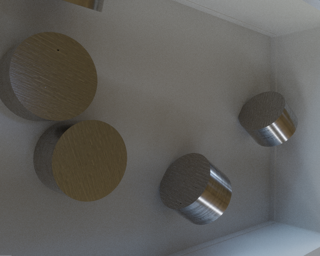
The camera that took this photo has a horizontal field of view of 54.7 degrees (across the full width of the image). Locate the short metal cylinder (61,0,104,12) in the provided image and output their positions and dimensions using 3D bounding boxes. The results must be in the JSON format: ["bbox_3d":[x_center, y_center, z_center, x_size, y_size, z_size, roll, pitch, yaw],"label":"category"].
[{"bbox_3d":[-0.088,-0.145,0.288,0.081,0.080,0.050,3,112,-40],"label":"short metal cylinder"}]

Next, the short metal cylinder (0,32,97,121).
[{"bbox_3d":[-0.109,-0.047,0.299,0.081,0.050,0.080,0,90,-40],"label":"short metal cylinder"}]

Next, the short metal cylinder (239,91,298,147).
[{"bbox_3d":[0.182,-0.015,0.523,0.050,0.080,0.080,42,64,-32],"label":"short metal cylinder"}]

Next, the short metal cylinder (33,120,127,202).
[{"bbox_3d":[-0.082,0.032,0.322,0.081,0.050,0.080,0,90,-40],"label":"short metal cylinder"}]

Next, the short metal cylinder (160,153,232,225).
[{"bbox_3d":[0.047,0.080,0.410,0.050,0.080,0.080,41,65,-32],"label":"short metal cylinder"}]
